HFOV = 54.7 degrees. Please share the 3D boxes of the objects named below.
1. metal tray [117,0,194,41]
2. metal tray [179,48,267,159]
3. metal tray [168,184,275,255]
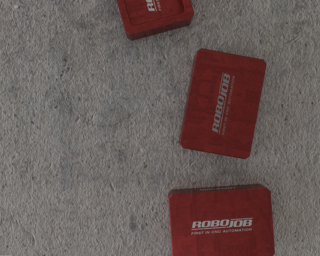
[{"bbox_3d":[-0.016,-0.191,0.406,0.090,0.030,0.129,-15,90,0],"label":"metal tray"},{"bbox_3d":[0.081,-0.031,0.408,0.091,0.030,0.129,10,90,0],"label":"metal tray"},{"bbox_3d":[0.079,0.125,0.408,0.131,0.030,0.089,-4,90,0],"label":"metal tray"}]
